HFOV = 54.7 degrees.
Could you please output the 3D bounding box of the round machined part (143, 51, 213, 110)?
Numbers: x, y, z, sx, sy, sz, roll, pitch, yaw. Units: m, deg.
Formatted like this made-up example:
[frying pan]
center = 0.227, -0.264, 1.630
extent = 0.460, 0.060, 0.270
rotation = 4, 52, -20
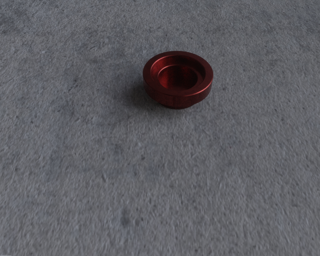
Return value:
[round machined part]
center = 0.025, -0.065, 0.447
extent = 0.099, 0.042, 0.098
rotation = 0, 50, 0
